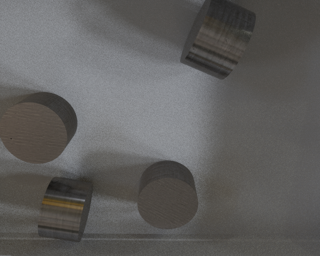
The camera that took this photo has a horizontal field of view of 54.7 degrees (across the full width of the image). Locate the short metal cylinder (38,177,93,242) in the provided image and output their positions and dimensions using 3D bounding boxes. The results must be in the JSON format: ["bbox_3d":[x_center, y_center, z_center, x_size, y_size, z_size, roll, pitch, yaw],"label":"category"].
[{"bbox_3d":[-0.126,0.110,0.421,0.050,0.080,0.079,10,110,-4],"label":"short metal cylinder"}]

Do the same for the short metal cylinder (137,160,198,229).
[{"bbox_3d":[0.010,0.092,0.432,0.081,0.050,0.079,0,110,0],"label":"short metal cylinder"}]

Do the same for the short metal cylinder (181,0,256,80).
[{"bbox_3d":[0.062,-0.101,0.345,0.050,0.080,0.079,22,109,-8],"label":"short metal cylinder"}]

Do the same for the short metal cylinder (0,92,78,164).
[{"bbox_3d":[-0.152,-0.001,0.396,0.081,0.050,0.079,0,110,0],"label":"short metal cylinder"}]
